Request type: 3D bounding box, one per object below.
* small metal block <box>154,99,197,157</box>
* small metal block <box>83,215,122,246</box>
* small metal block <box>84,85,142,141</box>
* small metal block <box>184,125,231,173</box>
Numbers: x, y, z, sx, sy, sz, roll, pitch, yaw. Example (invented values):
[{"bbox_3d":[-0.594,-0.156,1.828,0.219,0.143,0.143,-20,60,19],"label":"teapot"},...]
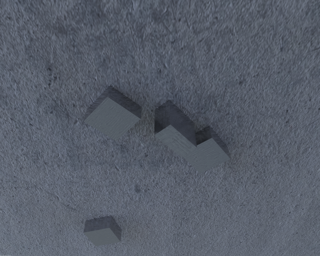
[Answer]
[{"bbox_3d":[0.019,0.000,0.391,0.025,0.050,0.050,-34,122,25],"label":"small metal block"},{"bbox_3d":[-0.104,0.189,0.567,0.050,0.025,0.050,-14,129,11],"label":"small metal block"},{"bbox_3d":[-0.059,-0.018,0.391,0.050,0.025,0.050,34,122,-26],"label":"small metal block"},{"bbox_3d":[0.063,0.031,0.434,0.050,0.025,0.050,-30,124,23],"label":"small metal block"}]
